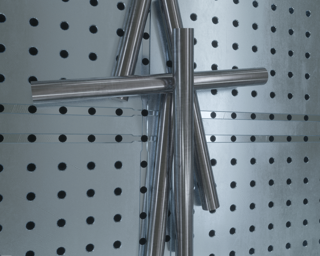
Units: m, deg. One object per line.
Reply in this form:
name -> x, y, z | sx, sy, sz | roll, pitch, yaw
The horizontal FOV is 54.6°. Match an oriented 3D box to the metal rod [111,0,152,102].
metal rod -> -0.020, -0.181, 0.404 | 0.025, 0.025, 0.299 | 14, 85, -20

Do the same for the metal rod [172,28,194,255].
metal rod -> 0.030, 0.032, 0.389 | 0.025, 0.025, 0.298 | -7, 105, -20

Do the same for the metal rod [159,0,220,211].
metal rod -> 0.041, -0.034, 0.427 | 0.025, 0.025, 0.298 | -14, 95, -19

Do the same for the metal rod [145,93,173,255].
metal rod -> -0.001, 0.099, 0.412 | 0.025, 0.025, 0.298 | 6, 88, -20

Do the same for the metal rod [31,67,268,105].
metal rod -> 0.003, -0.055, 0.385 | 0.302, 0.025, 0.025 | -7, 93, -20
